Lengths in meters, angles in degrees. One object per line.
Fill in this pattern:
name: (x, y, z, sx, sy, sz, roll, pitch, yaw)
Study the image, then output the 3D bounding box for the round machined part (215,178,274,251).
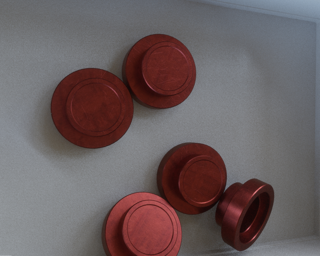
round machined part: (0.114, 0.115, 0.429, 0.099, 0.042, 0.097, -21, 121, -39)

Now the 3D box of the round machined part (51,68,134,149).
round machined part: (-0.079, -0.024, 0.372, 0.099, 0.042, 0.097, 0, 90, -20)

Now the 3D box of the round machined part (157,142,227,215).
round machined part: (0.049, 0.069, 0.419, 0.099, 0.042, 0.097, 0, 90, -20)

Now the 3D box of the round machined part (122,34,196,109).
round machined part: (0.003, -0.074, 0.402, 0.099, 0.042, 0.097, 0, 90, -20)

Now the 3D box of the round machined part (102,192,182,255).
round machined part: (-0.018, 0.125, 0.375, 0.099, 0.042, 0.098, 10, 61, -18)
